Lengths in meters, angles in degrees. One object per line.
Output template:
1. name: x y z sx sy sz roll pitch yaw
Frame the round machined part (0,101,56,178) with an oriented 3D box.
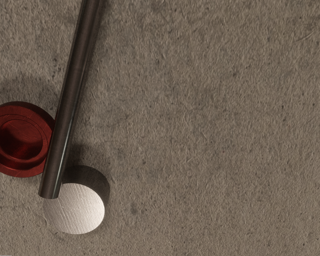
1. round machined part: -0.177 0.012 0.403 0.099 0.042 0.097 0 110 -1

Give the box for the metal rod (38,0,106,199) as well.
1. metal rod: -0.098 -0.059 0.360 0.025 0.025 0.298 15 99 -6

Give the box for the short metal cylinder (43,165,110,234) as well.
1. short metal cylinder: -0.114 0.099 0.431 0.081 0.050 0.079 0 110 -1
